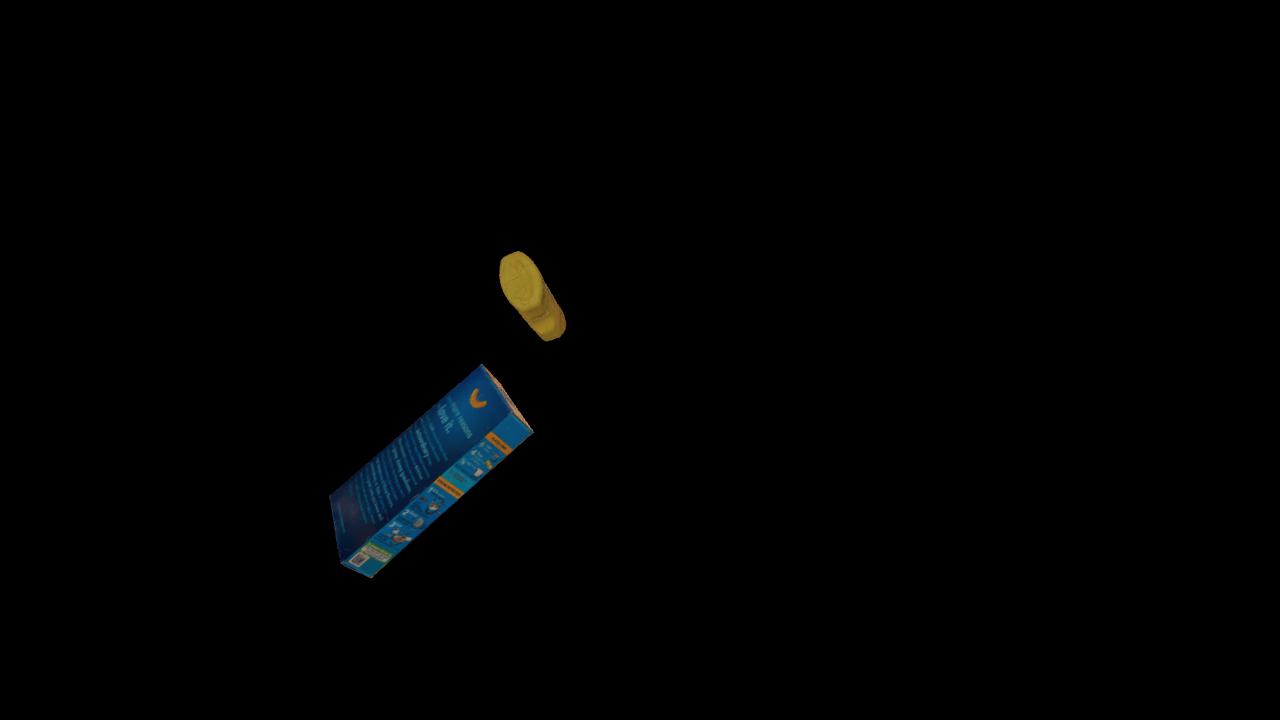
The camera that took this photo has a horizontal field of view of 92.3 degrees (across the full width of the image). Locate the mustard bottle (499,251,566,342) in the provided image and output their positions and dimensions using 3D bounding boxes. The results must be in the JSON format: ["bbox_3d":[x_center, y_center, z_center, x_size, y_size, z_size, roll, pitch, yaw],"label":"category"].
[{"bbox_3d":[-0.142,-0.074,0.876,0.054,0.092,0.184,-29,-20,-2],"label":"mustard bottle"}]

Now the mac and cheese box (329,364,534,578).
[{"bbox_3d":[-0.189,0.094,0.550,0.093,0.184,0.041,42,-8,50],"label":"mac and cheese box"}]
